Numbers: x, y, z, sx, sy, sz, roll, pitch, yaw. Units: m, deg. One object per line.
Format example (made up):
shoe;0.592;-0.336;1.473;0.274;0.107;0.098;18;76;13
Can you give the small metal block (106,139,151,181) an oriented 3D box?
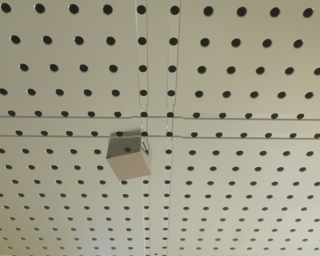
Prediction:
small metal block;-0.044;0.048;0.452;0.050;0.025;0.050;-13;129;10
